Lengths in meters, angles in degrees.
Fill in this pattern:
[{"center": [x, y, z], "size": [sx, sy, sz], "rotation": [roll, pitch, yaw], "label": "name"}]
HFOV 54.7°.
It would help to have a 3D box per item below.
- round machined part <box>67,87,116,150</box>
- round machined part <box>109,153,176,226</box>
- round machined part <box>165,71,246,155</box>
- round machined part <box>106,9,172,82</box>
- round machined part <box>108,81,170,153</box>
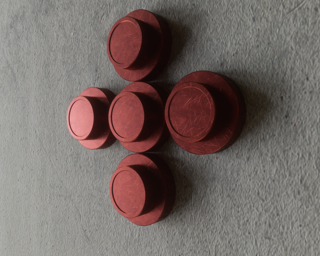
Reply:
[{"center": [-0.108, -0.015, 0.481], "size": [0.098, 0.042, 0.097], "rotation": [0, 90, 39], "label": "round machined part"}, {"center": [-0.030, 0.083, 0.418], "size": [0.098, 0.042, 0.097], "rotation": [0, 90, 39], "label": "round machined part"}, {"center": [0.044, -0.018, 0.357], "size": [0.098, 0.042, 0.097], "rotation": [0, 90, 39], "label": "round machined part"}, {"center": [-0.035, -0.112, 0.422], "size": [0.098, 0.042, 0.097], "rotation": [0, 90, 39], "label": "round machined part"}, {"center": [-0.032, -0.015, 0.420], "size": [0.098, 0.042, 0.097], "rotation": [0, 90, 39], "label": "round machined part"}]
